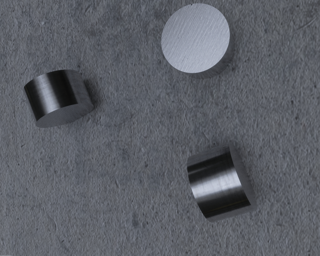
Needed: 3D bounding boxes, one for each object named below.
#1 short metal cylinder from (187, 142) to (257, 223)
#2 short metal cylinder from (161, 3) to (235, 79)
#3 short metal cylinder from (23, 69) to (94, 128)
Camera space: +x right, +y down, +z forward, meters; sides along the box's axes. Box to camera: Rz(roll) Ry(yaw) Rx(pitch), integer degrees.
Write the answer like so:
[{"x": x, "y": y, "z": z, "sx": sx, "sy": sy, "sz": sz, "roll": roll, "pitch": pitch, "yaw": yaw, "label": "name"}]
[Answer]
[{"x": 0.071, "y": 0.062, "z": 0.354, "sx": 0.050, "sy": 0.080, "sz": 0.080, "roll": -23, "pitch": 83, "yaw": 19, "label": "short metal cylinder"}, {"x": 0.048, "y": -0.103, "z": 0.379, "sx": 0.080, "sy": 0.050, "sz": 0.080, "roll": 0, "pitch": 90, "yaw": 20, "label": "short metal cylinder"}, {"x": -0.140, "y": -0.039, "z": 0.429, "sx": 0.080, "sy": 0.080, "sz": 0.050, "roll": -26, "pitch": 82, "yaw": 18, "label": "short metal cylinder"}]
